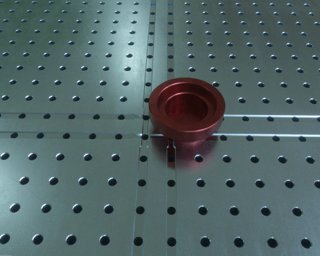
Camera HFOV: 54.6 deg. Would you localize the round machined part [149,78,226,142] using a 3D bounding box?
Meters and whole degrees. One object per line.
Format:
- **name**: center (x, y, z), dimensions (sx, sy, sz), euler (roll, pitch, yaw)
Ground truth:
- **round machined part**: center (0.035, -0.020, 0.413), dimensions (0.099, 0.042, 0.098), euler (0, 50, 0)
